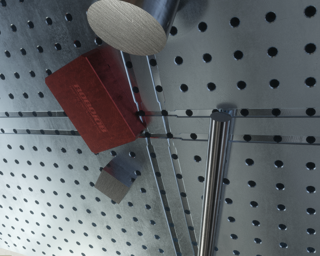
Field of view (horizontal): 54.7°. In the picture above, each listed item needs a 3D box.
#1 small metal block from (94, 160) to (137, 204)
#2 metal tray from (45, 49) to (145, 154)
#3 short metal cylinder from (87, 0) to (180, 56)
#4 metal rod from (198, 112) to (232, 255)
[{"bbox_3d":[-0.073,0.088,0.503,0.050,0.025,0.050,34,129,5],"label":"small metal block"},{"bbox_3d":[-0.091,-0.033,0.434,0.090,0.030,0.130,-19,109,35],"label":"metal tray"},{"bbox_3d":[-0.025,-0.117,0.310,0.080,0.050,0.080,15,161,6],"label":"short metal cylinder"},{"bbox_3d":[0.073,0.114,0.442,0.025,0.025,0.298,13,124,21],"label":"metal rod"}]
